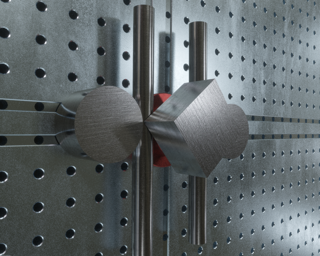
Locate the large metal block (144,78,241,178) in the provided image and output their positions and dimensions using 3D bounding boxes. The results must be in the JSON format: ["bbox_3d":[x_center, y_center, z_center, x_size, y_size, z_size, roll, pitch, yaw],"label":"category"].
[{"bbox_3d":[0.041,-0.001,0.366,0.080,0.050,0.080,-46,118,-30],"label":"large metal block"}]

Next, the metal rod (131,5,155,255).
[{"bbox_3d":[-0.020,0.008,0.365,0.025,0.025,0.298,1,90,-40],"label":"metal rod"}]

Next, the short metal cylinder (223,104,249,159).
[{"bbox_3d":[0.089,0.005,0.467,0.081,0.050,0.080,0,90,-40],"label":"short metal cylinder"}]

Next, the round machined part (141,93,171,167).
[{"bbox_3d":[0.007,0.003,0.405,0.099,0.042,0.097,0,90,-40],"label":"round machined part"}]

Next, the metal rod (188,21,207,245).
[{"bbox_3d":[0.052,0.007,0.425,0.025,0.025,0.298,0,90,-40],"label":"metal rod"}]

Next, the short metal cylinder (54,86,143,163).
[{"bbox_3d":[-0.066,-0.004,0.337,0.081,0.050,0.080,0,90,-40],"label":"short metal cylinder"}]
